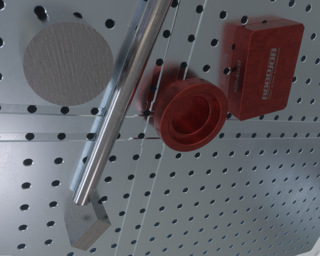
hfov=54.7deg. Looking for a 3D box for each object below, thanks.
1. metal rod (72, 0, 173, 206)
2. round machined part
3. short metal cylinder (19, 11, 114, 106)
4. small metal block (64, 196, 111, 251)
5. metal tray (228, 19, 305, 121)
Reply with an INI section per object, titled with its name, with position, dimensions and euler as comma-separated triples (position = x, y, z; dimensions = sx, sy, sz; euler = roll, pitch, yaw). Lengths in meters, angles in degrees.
[metal rod]
position = -0.046, -0.034, 0.365
dimensions = 0.025, 0.025, 0.298
euler = 12, 113, -33
[round machined part]
position = 0.037, -0.020, 0.408
dimensions = 0.099, 0.042, 0.097
euler = -14, 124, -21
[short metal cylinder]
position = -0.092, -0.068, 0.303
dimensions = 0.081, 0.050, 0.079
euler = -14, 124, -21
[small metal block]
position = -0.099, 0.127, 0.420
dimensions = 0.050, 0.050, 0.025
euler = -46, 129, 4
[metal tray]
position = 0.147, -0.080, 0.439
dimensions = 0.091, 0.030, 0.129
euler = -15, 125, -20
